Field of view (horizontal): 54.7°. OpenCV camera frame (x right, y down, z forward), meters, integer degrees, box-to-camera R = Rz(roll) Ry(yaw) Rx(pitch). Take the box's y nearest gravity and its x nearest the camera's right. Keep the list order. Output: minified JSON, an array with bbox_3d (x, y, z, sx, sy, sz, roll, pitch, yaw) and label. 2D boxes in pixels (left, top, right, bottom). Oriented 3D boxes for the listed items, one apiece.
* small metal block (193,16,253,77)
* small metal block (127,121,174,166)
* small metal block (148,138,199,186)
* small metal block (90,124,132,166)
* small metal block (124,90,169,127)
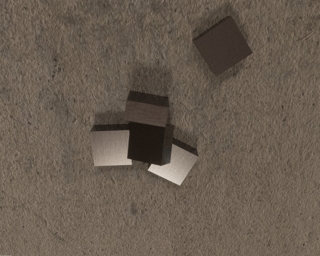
[{"bbox_3d":[0.075,-0.099,0.375,0.050,0.025,0.050,-33,107,11],"label":"small metal block"},{"bbox_3d":[-0.012,0.018,0.399,0.050,0.025,0.050,9,96,27],"label":"small metal block"},{"bbox_3d":[0.018,0.043,0.426,0.050,0.025,0.050,27,108,-10],"label":"small metal block"},{"bbox_3d":[-0.064,0.023,0.417,0.050,0.025,0.050,-2,110,0],"label":"small metal block"},{"bbox_3d":[-0.016,-0.025,0.387,0.050,0.050,0.025,10,110,-4],"label":"small metal block"}]
